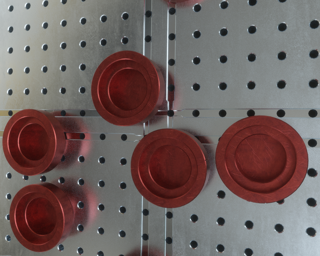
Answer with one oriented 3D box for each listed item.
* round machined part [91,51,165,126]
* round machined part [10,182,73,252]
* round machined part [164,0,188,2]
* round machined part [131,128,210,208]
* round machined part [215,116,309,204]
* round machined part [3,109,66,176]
[{"bbox_3d":[-0.039,-0.051,0.418,0.098,0.042,0.097,0,90,20],"label":"round machined part"},{"bbox_3d":[-0.171,0.130,0.465,0.098,0.042,0.097,0,90,20],"label":"round machined part"},{"bbox_3d":[0.020,-0.217,0.397,0.098,0.042,0.097,0,90,20],"label":"round machined part"},{"bbox_3d":[0.016,0.049,0.398,0.098,0.042,0.097,0,90,20],"label":"round machined part"},{"bbox_3d":[0.117,0.035,0.362,0.098,0.042,0.097,0,90,20],"label":"round machined part"},{"bbox_3d":[-0.184,0.021,0.469,0.098,0.042,0.097,0,90,20],"label":"round machined part"}]
